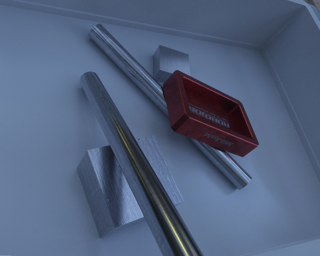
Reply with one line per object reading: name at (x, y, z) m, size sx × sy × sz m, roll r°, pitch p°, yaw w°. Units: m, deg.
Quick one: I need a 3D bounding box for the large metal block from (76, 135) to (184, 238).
large metal block at (-0.034, 0.061, 0.335) m, size 0.081 × 0.050 × 0.080 m, roll -12°, pitch 68°, yaw -33°

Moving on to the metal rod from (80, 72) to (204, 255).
metal rod at (-0.029, 0.025, 0.292) m, size 0.025 × 0.025 × 0.300 m, roll -1°, pitch 36°, yaw -29°

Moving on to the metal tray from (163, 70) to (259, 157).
metal tray at (0.070, -0.019, 0.426) m, size 0.131 × 0.030 × 0.090 m, roll 20°, pitch 41°, yaw -29°

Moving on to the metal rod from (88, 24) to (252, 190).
metal rod at (0.012, -0.031, 0.432) m, size 0.300 × 0.025 × 0.025 m, roll 46°, pitch 51°, yaw 3°

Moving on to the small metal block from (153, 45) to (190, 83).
small metal block at (0.017, -0.094, 0.474) m, size 0.050 × 0.025 × 0.050 m, roll 13°, pitch 56°, yaw -22°
